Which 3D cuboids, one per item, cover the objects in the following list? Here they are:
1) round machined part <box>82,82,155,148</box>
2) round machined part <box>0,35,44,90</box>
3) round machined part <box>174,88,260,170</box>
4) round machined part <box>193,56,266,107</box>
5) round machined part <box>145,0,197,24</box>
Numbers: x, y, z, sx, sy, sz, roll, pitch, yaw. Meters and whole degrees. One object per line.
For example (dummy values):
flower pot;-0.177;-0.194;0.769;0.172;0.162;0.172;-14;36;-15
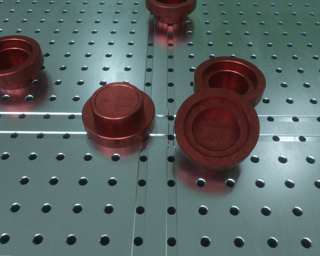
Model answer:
round machined part;-0.056;-0.024;0.417;0.099;0.042;0.098;0;50;0
round machined part;-0.229;-0.097;0.477;0.099;0.042;0.098;0;50;0
round machined part;0.068;0.004;0.380;0.098;0.042;0.098;-2;71;6
round machined part;0.097;-0.056;0.444;0.099;0.042;0.098;0;50;0
round machined part;0.021;-0.238;0.597;0.099;0.042;0.098;0;50;0
